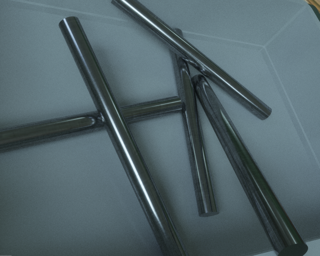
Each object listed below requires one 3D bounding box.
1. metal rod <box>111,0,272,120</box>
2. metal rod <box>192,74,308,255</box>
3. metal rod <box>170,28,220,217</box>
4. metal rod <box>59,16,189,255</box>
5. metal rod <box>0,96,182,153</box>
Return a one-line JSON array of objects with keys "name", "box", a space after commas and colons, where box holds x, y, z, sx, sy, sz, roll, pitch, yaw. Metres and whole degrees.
[{"name": "metal rod", "box": [0.059, -0.103, 0.471, 0.301, 0.025, 0.025, 34, 51, -19]}, {"name": "metal rod", "box": [0.083, 0.013, 0.367, 0.025, 0.025, 0.300, 15, 31, -20]}, {"name": "metal rod", "box": [0.042, -0.026, 0.446, 0.025, 0.025, 0.299, 7, 59, -25]}, {"name": "metal rod", "box": [-0.044, 0.009, 0.350, 0.025, 0.025, 0.299, -21, 81, -36]}, {"name": "metal rod", "box": [-0.098, -0.003, 0.355, 0.303, 0.025, 0.025, -14, 69, -34]}]
